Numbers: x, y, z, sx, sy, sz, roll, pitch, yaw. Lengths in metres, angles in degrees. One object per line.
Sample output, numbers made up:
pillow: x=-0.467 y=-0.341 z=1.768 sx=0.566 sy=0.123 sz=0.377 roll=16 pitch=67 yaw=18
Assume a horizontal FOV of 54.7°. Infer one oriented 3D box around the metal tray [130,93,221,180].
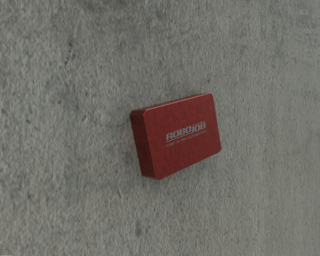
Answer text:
metal tray: x=0.027 y=0.007 z=0.426 sx=0.131 sy=0.030 sz=0.089 roll=-18 pitch=102 yaw=-39
